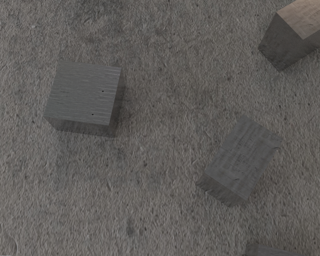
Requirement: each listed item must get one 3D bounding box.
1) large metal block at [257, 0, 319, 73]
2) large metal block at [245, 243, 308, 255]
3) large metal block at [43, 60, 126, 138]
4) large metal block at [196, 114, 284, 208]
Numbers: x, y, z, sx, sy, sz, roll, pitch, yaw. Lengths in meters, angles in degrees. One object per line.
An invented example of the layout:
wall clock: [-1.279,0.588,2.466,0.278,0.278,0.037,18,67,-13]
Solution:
large metal block: [0.194,-0.134,0.429,0.080,0.080,0.050,-32,73,-11]
large metal block: [0.134,0.175,0.332,0.080,0.050,0.080,12,70,4]
large metal block: [-0.095,-0.037,0.408,0.080,0.050,0.080,8,70,3]
large metal block: [0.089,0.042,0.364,0.050,0.080,0.080,34,74,11]
